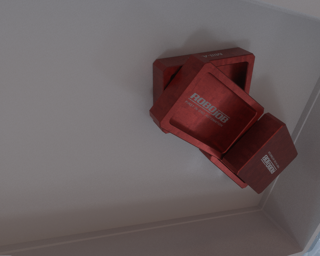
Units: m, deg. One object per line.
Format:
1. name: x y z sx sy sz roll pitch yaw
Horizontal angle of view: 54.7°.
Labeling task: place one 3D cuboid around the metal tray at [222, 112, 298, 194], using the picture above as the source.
1. metal tray: 0.151 0.042 0.454 0.090 0.030 0.130 -47 142 3

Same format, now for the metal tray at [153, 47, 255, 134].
1. metal tray: 0.057 -0.050 0.404 0.131 0.030 0.089 -13 124 -21

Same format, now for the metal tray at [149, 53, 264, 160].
1. metal tray: 0.062 -0.020 0.386 0.131 0.030 0.090 29 103 -39

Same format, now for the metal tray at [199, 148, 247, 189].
1. metal tray: 0.130 0.035 0.493 0.090 0.030 0.130 -46 133 4
